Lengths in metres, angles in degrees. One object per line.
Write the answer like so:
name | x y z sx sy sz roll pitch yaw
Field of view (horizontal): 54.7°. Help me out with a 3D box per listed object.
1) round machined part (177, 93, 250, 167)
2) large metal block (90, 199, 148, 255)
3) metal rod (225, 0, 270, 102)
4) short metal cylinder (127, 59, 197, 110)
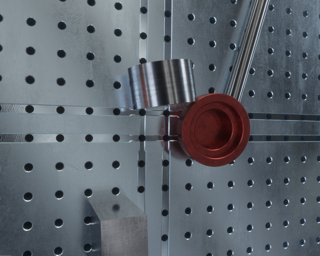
round machined part | 0.070 0.001 0.427 0.099 0.042 0.097 -2 96 -15
large metal block | -0.050 0.135 0.366 0.050 0.080 0.079 -2 91 -20
metal rod | 0.146 -0.170 0.467 0.025 0.025 0.299 20 83 -19
short metal cylinder | 0.003 -0.053 0.385 0.081 0.080 0.050 -9 93 -20
